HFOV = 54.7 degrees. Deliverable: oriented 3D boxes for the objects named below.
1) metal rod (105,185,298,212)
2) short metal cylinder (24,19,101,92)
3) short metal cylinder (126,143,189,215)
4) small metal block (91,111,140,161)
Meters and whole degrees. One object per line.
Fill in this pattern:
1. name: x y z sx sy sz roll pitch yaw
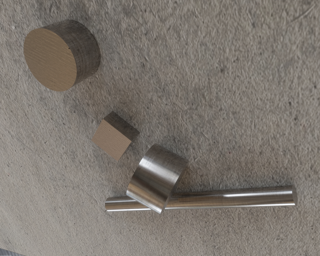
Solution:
1. metal rod: 0.038 0.106 0.452 0.300 0.025 0.025 -12 113 33
2. short metal cylinder: -0.125 -0.093 0.399 0.080 0.050 0.079 13 124 21
3. short metal cylinder: -0.002 0.067 0.414 0.050 0.080 0.079 28 128 11
4. small metal block: -0.065 0.012 0.449 0.050 0.025 0.050 38 129 2
